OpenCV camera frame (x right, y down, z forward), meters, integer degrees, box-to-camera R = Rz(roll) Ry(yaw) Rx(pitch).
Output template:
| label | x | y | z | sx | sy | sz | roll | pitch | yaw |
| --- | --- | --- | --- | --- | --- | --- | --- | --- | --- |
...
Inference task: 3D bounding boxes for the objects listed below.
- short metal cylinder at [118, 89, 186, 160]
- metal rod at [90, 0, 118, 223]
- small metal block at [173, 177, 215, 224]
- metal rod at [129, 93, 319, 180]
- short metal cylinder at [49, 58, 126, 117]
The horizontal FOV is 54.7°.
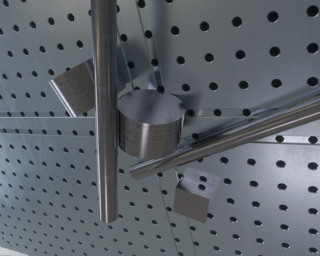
| label | x | y | z | sx | sy | sz | roll | pitch | yaw |
| --- | --- | --- | --- | --- | --- | --- | --- | --- | --- |
| short metal cylinder | -0.012 | -0.006 | 0.378 | 0.080 | 0.080 | 0.050 | 19 | 126 | 17 |
| metal rod | -0.061 | -0.015 | 0.351 | 0.025 | 0.025 | 0.298 | 14 | 118 | 20 |
| small metal block | 0.049 | 0.105 | 0.450 | 0.050 | 0.025 | 0.050 | 16 | 125 | 19 |
| metal rod | 0.073 | 0.018 | 0.383 | 0.299 | 0.025 | 0.025 | -24 | 105 | 36 |
| short metal cylinder | -0.090 | -0.055 | 0.389 | 0.080 | 0.080 | 0.050 | -18 | 109 | 35 |
